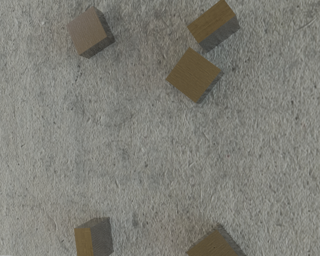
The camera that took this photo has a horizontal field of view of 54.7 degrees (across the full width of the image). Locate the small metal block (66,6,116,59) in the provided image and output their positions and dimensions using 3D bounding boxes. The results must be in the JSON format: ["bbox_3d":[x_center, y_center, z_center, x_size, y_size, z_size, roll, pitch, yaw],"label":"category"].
[{"bbox_3d":[-0.099,-0.136,0.444,0.050,0.025,0.050,-28,81,18],"label":"small metal block"}]

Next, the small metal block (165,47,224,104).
[{"bbox_3d":[0.044,-0.066,0.393,0.050,0.025,0.050,40,103,15],"label":"small metal block"}]

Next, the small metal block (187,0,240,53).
[{"bbox_3d":[0.066,-0.121,0.372,0.050,0.050,0.025,-35,79,16],"label":"small metal block"}]

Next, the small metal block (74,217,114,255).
[{"bbox_3d":[-0.090,0.156,0.428,0.025,0.050,0.050,-8,87,20],"label":"small metal block"}]

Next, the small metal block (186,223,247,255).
[{"bbox_3d":[0.070,0.157,0.384,0.050,0.025,0.050,-43,77,15],"label":"small metal block"}]
